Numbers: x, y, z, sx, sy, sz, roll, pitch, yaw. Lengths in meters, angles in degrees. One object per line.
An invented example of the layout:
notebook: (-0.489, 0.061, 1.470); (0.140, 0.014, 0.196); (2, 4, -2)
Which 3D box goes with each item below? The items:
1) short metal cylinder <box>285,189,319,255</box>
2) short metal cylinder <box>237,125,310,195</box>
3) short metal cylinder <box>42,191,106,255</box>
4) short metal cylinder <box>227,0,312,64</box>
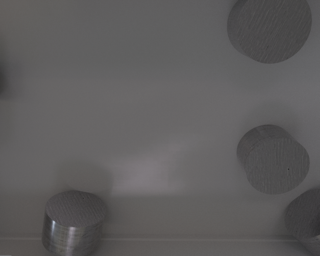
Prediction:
short metal cylinder: (0.225, 0.133, 0.433); (0.080, 0.080, 0.050); (-43, 105, 14)
short metal cylinder: (0.149, 0.041, 0.414); (0.081, 0.050, 0.079); (0, 110, 0)
short metal cylinder: (-0.119, 0.131, 0.429); (0.080, 0.080, 0.050); (12, 110, -5)
short metal cylinder: (0.122, -0.118, 0.355); (0.081, 0.050, 0.079); (0, 110, 0)
